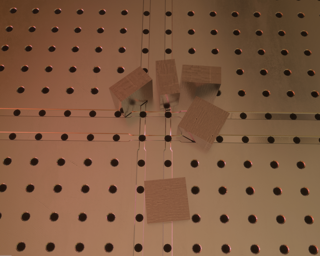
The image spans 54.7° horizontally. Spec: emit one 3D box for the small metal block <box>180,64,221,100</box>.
[{"bbox_3d":[0.054,-0.061,0.421,0.050,0.050,0.025,4,70,1],"label":"small metal block"}]

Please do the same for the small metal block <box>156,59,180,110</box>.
[{"bbox_3d":[0.010,-0.058,0.420,0.025,0.050,0.050,-7,70,-3],"label":"small metal block"}]

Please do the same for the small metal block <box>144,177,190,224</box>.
[{"bbox_3d":[0.008,0.089,0.379,0.050,0.025,0.050,-5,70,-2],"label":"small metal block"}]

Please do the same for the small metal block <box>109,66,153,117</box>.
[{"bbox_3d":[-0.037,-0.048,0.416,0.050,0.050,0.025,-38,75,-13],"label":"small metal block"}]

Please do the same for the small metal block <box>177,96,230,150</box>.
[{"bbox_3d":[0.058,-0.007,0.415,0.050,0.025,0.050,29,72,10],"label":"small metal block"}]
